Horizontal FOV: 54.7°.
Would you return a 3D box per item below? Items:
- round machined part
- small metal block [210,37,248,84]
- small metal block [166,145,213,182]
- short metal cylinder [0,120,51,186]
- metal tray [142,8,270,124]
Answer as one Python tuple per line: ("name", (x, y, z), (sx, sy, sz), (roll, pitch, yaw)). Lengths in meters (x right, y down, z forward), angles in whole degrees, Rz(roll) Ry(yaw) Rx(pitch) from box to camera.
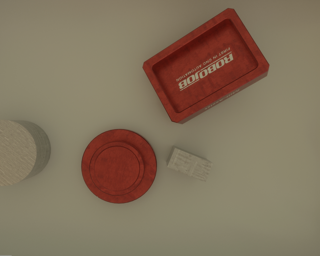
("round machined part", (-0.053, 0.050, 0.402), (0.099, 0.042, 0.097), (0, 90, -1))
("small metal block", (0.091, -0.089, 0.413), (0.050, 0.025, 0.050), (11, 90, -1))
("small metal block", (0.037, 0.045, 0.399), (0.050, 0.050, 0.025), (22, 90, -1))
("short metal cylinder", (-0.189, 0.030, 0.396), (0.081, 0.050, 0.079), (0, 90, -1))
("metal tray", (0.055, -0.074, 0.386), (0.130, 0.030, 0.090), (-30, 79, 13))
